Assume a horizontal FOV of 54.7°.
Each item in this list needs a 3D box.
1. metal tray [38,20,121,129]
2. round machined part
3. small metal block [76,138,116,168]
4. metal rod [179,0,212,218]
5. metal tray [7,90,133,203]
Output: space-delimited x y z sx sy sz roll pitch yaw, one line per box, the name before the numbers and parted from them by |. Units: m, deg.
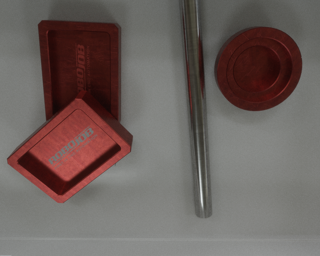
metal tray | -0.095 -0.064 0.383 0.091 0.030 0.129 2 110 -2
round machined part | 0.115 -0.073 0.377 0.099 0.042 0.097 0 110 -1
small metal block | -0.087 0.026 0.420 0.050 0.025 0.050 -3 110 0
metal rod | 0.049 -0.013 0.407 0.025 0.025 0.298 -6 110 2
metal tray | -0.110 0.027 0.386 0.130 0.030 0.090 -38 110 16
